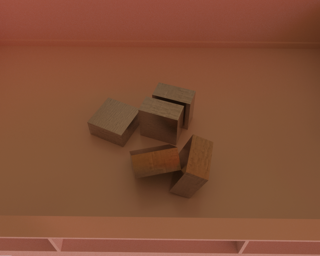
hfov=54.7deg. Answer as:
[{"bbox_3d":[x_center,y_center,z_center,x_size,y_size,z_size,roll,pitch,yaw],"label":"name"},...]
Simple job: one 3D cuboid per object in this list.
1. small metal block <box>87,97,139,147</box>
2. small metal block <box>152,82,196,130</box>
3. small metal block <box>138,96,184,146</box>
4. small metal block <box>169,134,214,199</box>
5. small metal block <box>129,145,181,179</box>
[{"bbox_3d":[-0.059,-0.008,0.412,0.050,0.025,0.050,21,53,16],"label":"small metal block"},{"bbox_3d":[0.018,-0.029,0.413,0.050,0.050,0.025,15,52,12],"label":"small metal block"},{"bbox_3d":[0.002,-0.009,0.396,0.050,0.050,0.025,16,52,13],"label":"small metal block"},{"bbox_3d":[0.035,0.044,0.349,0.025,0.050,0.050,21,51,-7],"label":"small metal block"},{"bbox_3d":[-0.007,0.037,0.355,0.050,0.050,0.025,-10,92,-8],"label":"small metal block"}]
